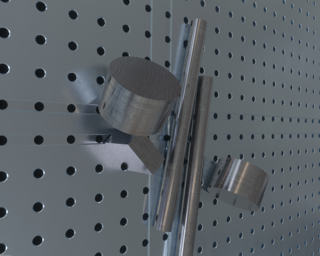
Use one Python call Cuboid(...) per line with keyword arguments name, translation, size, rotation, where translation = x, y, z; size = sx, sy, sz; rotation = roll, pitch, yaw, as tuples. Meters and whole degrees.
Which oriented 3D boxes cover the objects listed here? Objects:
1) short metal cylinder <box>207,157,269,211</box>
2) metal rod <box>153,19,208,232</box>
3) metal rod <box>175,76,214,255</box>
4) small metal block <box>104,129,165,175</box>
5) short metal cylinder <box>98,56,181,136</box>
Cuboid(name="short metal cylinder", translation=(0.119, 0.086, 0.474), size=(0.080, 0.080, 0.050), rotation=(40, 66, -33))
Cuboid(name="metal rod", translation=(0.031, -0.010, 0.434), size=(0.025, 0.025, 0.299), rotation=(18, 79, -39))
Cuboid(name="metal rod", translation=(0.049, 0.072, 0.449), size=(0.025, 0.025, 0.298), rotation=(13, 82, -39))
Cuboid(name="small metal block", translation=(-0.030, 0.027, 0.368), size=(0.025, 0.050, 0.050), rotation=(-51, 120, -28))
Cuboid(name="short metal cylinder", translation=(-0.023, -0.036, 0.345), size=(0.081, 0.080, 0.050), rotation=(-12, 140, -39))
